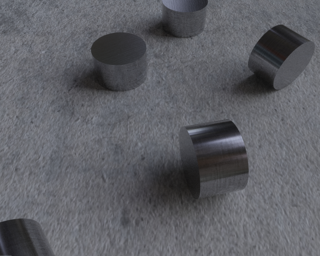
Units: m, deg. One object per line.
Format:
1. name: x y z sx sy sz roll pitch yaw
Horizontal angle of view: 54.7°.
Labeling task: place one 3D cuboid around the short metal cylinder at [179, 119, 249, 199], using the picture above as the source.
1. short metal cylinder: 0.056 0.033 0.340 0.050 0.080 0.080 -10 51 -8

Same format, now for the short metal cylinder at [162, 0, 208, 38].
1. short metal cylinder: 0.044 -0.208 0.563 0.081 0.050 0.080 0 50 0

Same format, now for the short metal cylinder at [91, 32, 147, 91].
1. short metal cylinder: -0.060 -0.101 0.471 0.081 0.050 0.080 0 50 0

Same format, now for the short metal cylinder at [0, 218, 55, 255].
1. short metal cylinder: -0.131 0.124 0.262 0.081 0.080 0.050 -28 56 -22

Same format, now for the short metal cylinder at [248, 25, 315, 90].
1. short metal cylinder: 0.178 -0.104 0.457 0.081 0.080 0.050 -28 56 -22
